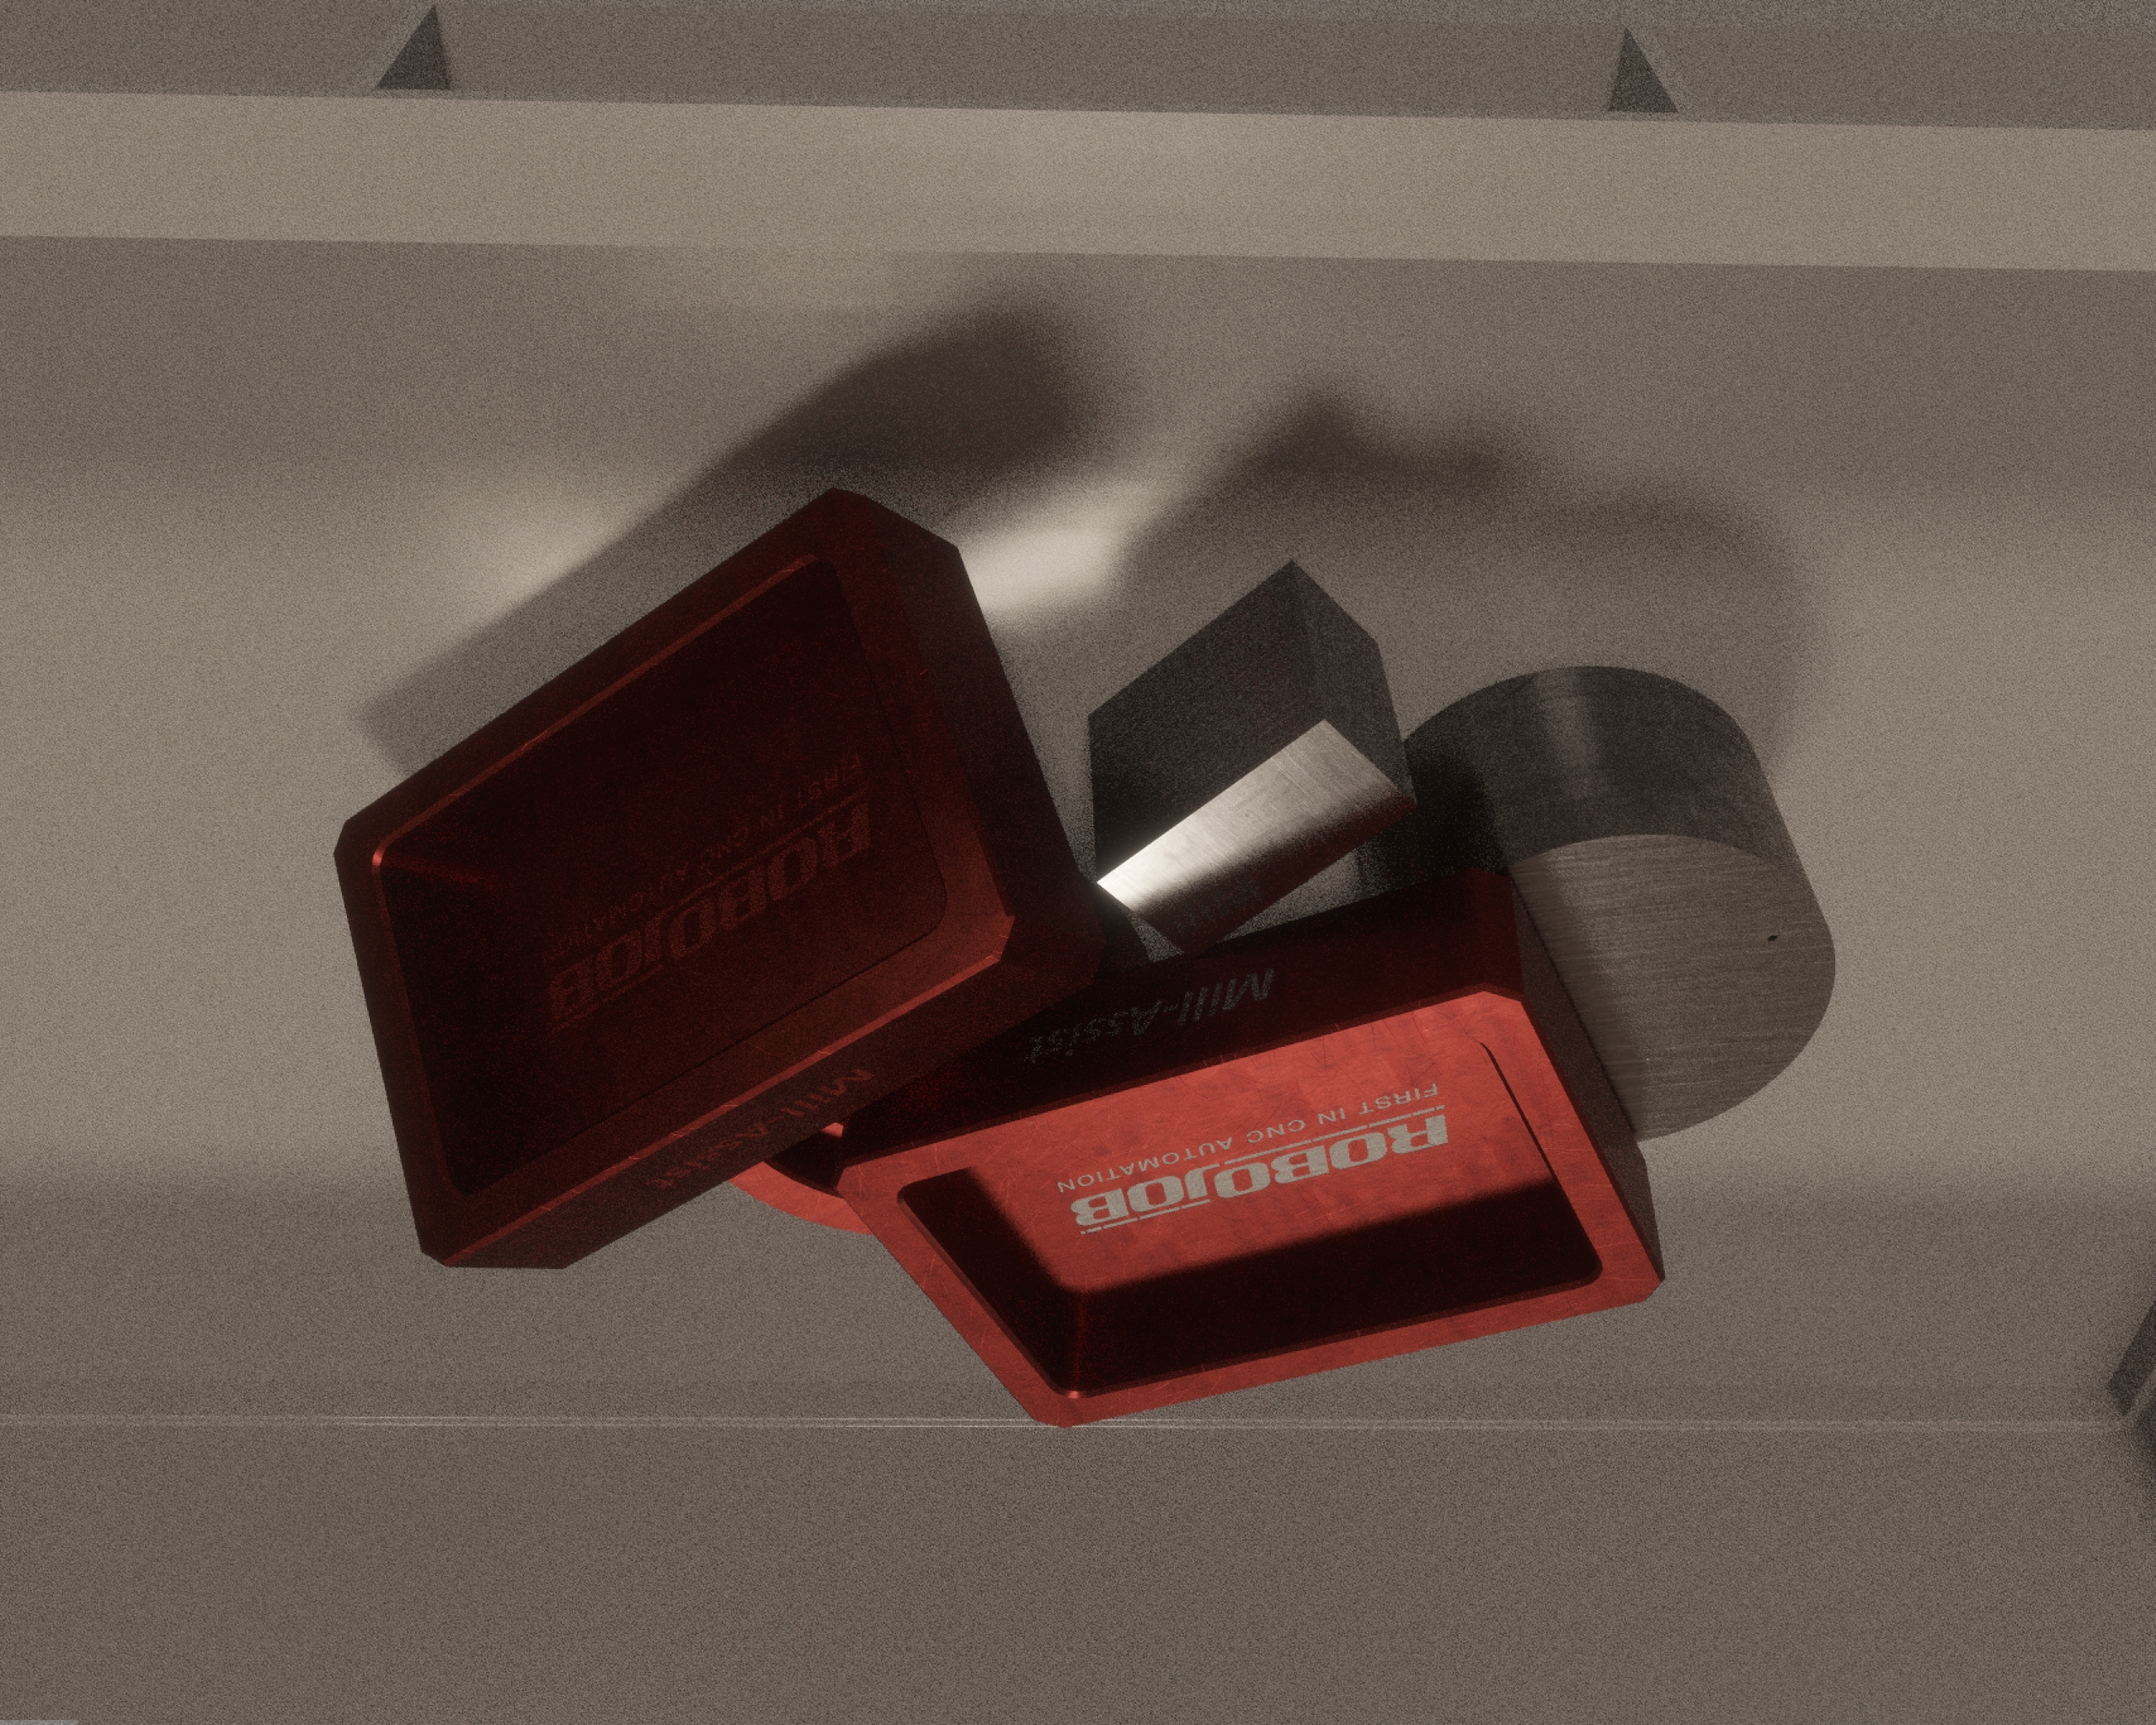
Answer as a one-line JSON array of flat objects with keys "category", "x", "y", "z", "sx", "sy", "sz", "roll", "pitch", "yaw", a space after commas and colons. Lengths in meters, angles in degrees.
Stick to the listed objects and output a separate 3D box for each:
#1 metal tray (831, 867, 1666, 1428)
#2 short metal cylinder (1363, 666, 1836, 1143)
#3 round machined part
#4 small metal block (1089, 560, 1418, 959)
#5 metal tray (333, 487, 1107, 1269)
[{"category": "metal tray", "x": 0.032, "y": 0.058, "z": 0.391, "sx": 0.130, "sy": 0.030, "sz": 0.090, "roll": -18, "pitch": 128, "yaw": 20}, {"category": "short metal cylinder", "x": 0.097, "y": 0.009, "z": 0.399, "sx": 0.081, "sy": 0.050, "sz": 0.079, "roll": 0, "pitch": 130, "yaw": 0}, {"category": "round machined part", "x": -0.033, "y": 0.029, "z": 0.421, "sx": 0.099, "sy": 0.042, "sz": 0.097, "roll": -1, "pitch": 130, "yaw": 0}, {"category": "small metal block", "x": 0.030, "y": -0.019, "z": 0.374, "sx": 0.050, "sy": 0.050, "sz": 0.025, "roll": -36, "pitch": 122, "yaw": 24}, {"category": "metal tray", "x": -0.068, "y": 0.006, "z": 0.366, "sx": 0.130, "sy": 0.090, "sz": 0.030, "roll": -30, "pitch": 156, "yaw": 22}]
